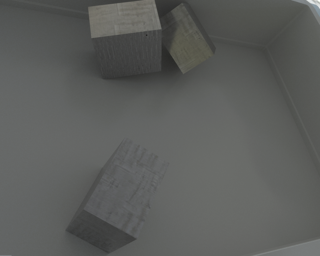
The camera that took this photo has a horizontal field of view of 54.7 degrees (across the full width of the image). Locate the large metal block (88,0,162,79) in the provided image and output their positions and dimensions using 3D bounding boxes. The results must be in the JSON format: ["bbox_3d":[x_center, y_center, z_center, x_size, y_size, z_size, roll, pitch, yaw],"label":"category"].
[{"bbox_3d":[-0.042,-0.112,0.399,0.081,0.080,0.050,-9,64,-5],"label":"large metal block"}]

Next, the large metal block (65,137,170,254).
[{"bbox_3d":[-0.043,0.068,0.306,0.050,0.080,0.080,32,52,-8],"label":"large metal block"}]

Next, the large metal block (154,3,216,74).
[{"bbox_3d":[0.039,-0.134,0.458,0.080,0.050,0.080,56,21,-11],"label":"large metal block"}]
